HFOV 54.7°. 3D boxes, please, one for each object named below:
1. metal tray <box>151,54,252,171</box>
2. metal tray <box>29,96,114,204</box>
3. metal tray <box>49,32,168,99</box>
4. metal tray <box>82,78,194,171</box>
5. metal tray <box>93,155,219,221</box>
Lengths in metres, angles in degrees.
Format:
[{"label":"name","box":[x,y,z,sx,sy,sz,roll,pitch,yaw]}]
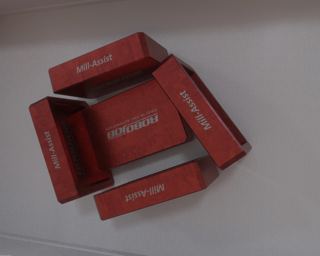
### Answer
[{"label":"metal tray","box":[0.051,-0.018,0.356,0.030,0.090,0.130,-38,78,17]},{"label":"metal tray","box":[-0.114,0.026,0.412,0.030,0.090,0.129,-22,83,18]},{"label":"metal tray","box":[-0.060,-0.073,0.394,0.130,0.090,0.030,-17,85,19]},{"label":"metal tray","box":[-0.032,-0.004,0.415,0.130,0.030,0.090,-21,83,18]},{"label":"metal tray","box":[-0.001,0.069,0.373,0.130,0.090,0.030,-21,83,18]}]
